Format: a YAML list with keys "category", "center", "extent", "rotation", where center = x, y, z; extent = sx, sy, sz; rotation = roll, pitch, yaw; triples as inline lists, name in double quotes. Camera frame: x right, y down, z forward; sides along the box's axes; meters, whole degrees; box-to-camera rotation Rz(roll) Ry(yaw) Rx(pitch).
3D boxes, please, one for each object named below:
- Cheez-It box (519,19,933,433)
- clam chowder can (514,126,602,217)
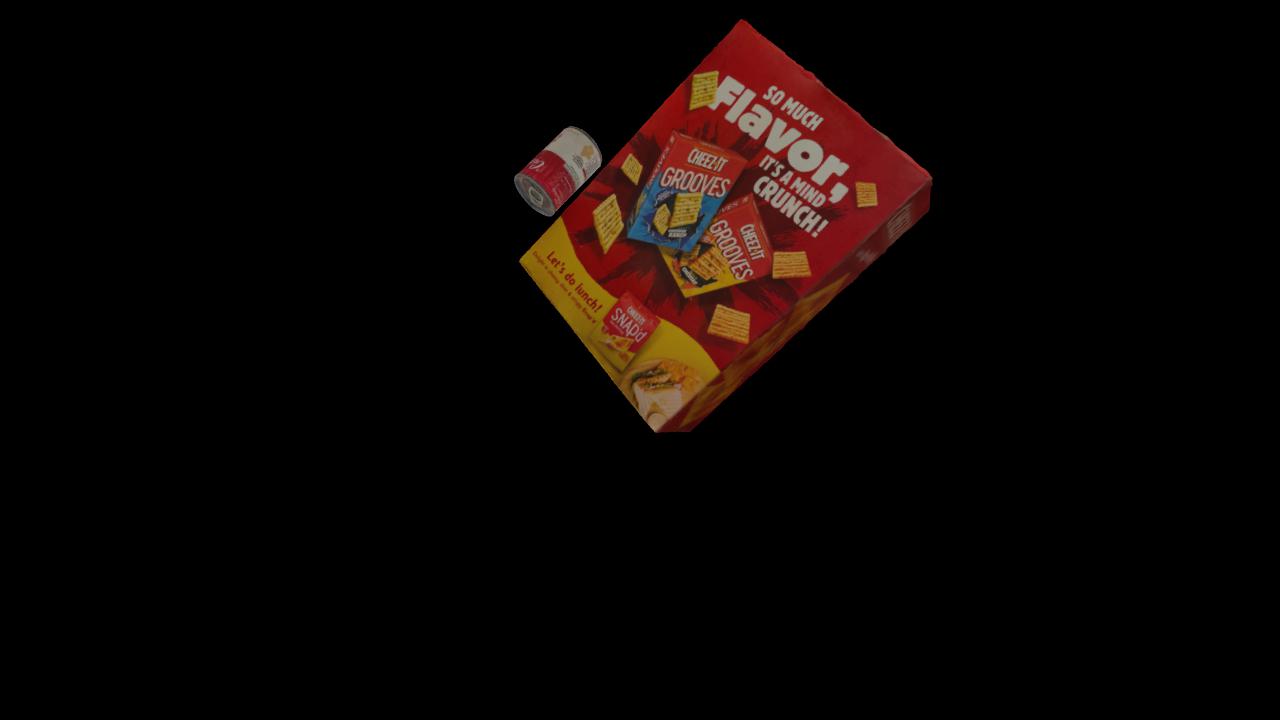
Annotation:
- category: "Cheez-It box"
  center: [0.048, -0.083, 0.415]
  extent: [0.223, 0.166, 0.071]
  rotation: [-45, -20, 14]
- category: "clam chowder can"
  center: [-0.105, -0.247, 0.803]
  extent: [0.068, 0.102, 0.068]
  rotation: [36, -18, 14]
